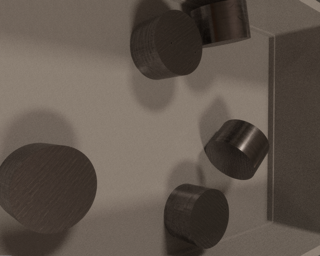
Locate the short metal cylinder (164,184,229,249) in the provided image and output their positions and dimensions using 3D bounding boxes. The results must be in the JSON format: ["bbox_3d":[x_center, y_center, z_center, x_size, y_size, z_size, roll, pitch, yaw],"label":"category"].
[{"bbox_3d":[0.052,0.122,0.437,0.081,0.050,0.079,0,90,-40],"label":"short metal cylinder"}]

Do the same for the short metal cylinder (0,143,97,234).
[{"bbox_3d":[-0.109,0.055,0.300,0.081,0.050,0.079,0,90,-40],"label":"short metal cylinder"}]

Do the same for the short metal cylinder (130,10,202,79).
[{"bbox_3d":[0.009,-0.105,0.399,0.081,0.050,0.079,0,90,-40],"label":"short metal cylinder"}]

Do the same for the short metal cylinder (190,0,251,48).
[{"bbox_3d":[0.086,-0.147,0.445,0.081,0.080,0.050,-18,102,-39],"label":"short metal cylinder"}]

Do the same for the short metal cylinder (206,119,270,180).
[{"bbox_3d":[0.118,0.033,0.472,0.050,0.080,0.080,-48,119,-30],"label":"short metal cylinder"}]
